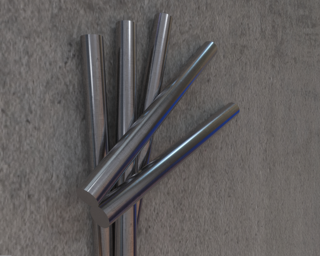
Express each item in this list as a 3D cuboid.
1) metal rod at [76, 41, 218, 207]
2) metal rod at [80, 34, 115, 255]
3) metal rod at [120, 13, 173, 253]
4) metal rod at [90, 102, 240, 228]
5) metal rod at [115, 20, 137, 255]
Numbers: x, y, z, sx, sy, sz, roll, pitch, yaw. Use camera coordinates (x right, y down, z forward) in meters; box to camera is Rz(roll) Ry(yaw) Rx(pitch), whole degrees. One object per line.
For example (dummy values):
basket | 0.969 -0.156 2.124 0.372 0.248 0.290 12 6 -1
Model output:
metal rod | 0.005 -0.029 0.376 0.025 0.025 0.301 59 46 -24
metal rod | -0.068 0.048 0.349 0.025 0.025 0.298 -5 94 -40
metal rod | -0.019 0.000 0.390 0.025 0.025 0.298 15 80 -39
metal rod | 0.031 0.027 0.399 0.302 0.025 0.025 -33 111 -46
metal rod | -0.039 0.024 0.357 0.025 0.025 0.298 4 82 -40
